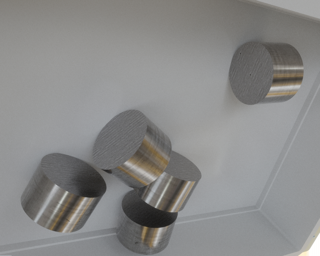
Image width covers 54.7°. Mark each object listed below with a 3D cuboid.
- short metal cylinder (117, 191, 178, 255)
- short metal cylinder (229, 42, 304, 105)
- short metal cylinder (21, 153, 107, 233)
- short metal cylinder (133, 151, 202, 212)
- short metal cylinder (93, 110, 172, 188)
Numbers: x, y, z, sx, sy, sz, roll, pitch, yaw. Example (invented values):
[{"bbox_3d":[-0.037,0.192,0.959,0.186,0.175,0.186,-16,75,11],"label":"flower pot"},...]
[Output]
[{"bbox_3d":[-0.019,0.133,0.447,0.081,0.080,0.050,-1,119,-29],"label":"short metal cylinder"},{"bbox_3d":[0.137,-0.072,0.406,0.050,0.080,0.079,-6,121,-26],"label":"short metal cylinder"},{"bbox_3d":[-0.110,0.073,0.359,0.080,0.080,0.050,23,106,-37],"label":"short metal cylinder"},{"bbox_3d":[0.009,0.068,0.422,0.081,0.080,0.050,13,112,-34],"label":"short metal cylinder"},{"bbox_3d":[-0.033,0.025,0.372,0.080,0.080,0.050,-44,130,2],"label":"short metal cylinder"}]
